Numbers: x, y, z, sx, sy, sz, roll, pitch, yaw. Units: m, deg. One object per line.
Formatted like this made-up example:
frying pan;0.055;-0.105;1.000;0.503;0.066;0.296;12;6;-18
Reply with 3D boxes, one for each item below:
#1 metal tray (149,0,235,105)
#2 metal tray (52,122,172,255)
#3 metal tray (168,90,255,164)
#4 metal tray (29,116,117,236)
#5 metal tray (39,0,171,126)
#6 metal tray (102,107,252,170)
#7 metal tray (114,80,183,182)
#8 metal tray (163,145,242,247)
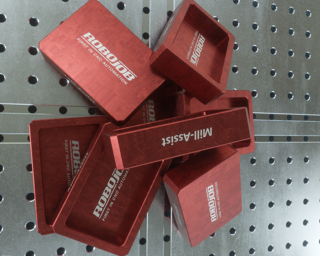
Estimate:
metal tray;0.047;-0.101;0.391;0.090;0.030;0.130;35;46;-16
metal tray;-0.053;0.069;0.358;0.090;0.030;0.130;28;81;-18
metal tray;0.074;-0.005;0.417;0.131;0.030;0.090;-5;92;-37
metal tray;-0.103;0.053;0.372;0.091;0.030;0.129;-5;91;-21
metal tray;-0.063;-0.077;0.369;0.130;0.030;0.090;43;76;1
metal tray;0.012;0.007;0.314;0.131;0.090;0.030;-12;94;-15
metal tray;-0.012;0.000;0.405;0.091;0.030;0.129;-5;90;-22
metal tray;0.060;0.087;0.396;0.090;0.030;0.129;-30;133;-17
